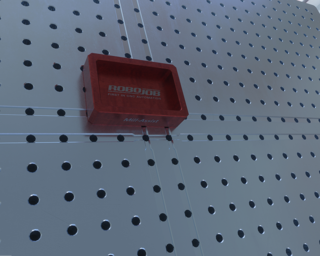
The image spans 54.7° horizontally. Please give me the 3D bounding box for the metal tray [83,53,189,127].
[{"bbox_3d":[-0.032,-0.049,0.418,0.131,0.030,0.090,2,61,-28],"label":"metal tray"}]
